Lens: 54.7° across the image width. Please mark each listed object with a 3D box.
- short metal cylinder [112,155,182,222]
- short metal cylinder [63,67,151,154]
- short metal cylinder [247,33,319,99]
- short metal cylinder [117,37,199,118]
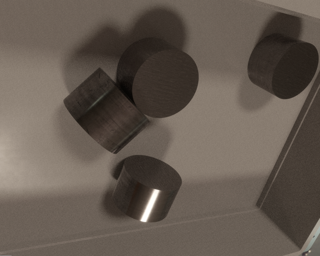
[{"bbox_3d":[-0.017,0.079,0.414,0.081,0.080,0.050,9,114,-33],"label":"short metal cylinder"},{"bbox_3d":[-0.055,-0.018,0.333,0.050,0.080,0.080,-43,130,1],"label":"short metal cylinder"},{"bbox_3d":[0.172,-0.087,0.435,0.081,0.050,0.079,-14,125,-21],"label":"short metal cylinder"},{"bbox_3d":[-0.003,-0.058,0.356,0.081,0.050,0.079,-14,124,-21],"label":"short metal cylinder"}]
